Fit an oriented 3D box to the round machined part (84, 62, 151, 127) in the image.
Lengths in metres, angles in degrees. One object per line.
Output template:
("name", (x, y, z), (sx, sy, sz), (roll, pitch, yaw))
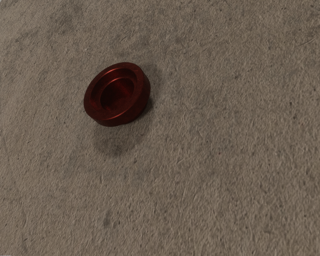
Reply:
("round machined part", (-0.057, -0.044, 0.448), (0.098, 0.042, 0.098), (-13, 56, 20))
